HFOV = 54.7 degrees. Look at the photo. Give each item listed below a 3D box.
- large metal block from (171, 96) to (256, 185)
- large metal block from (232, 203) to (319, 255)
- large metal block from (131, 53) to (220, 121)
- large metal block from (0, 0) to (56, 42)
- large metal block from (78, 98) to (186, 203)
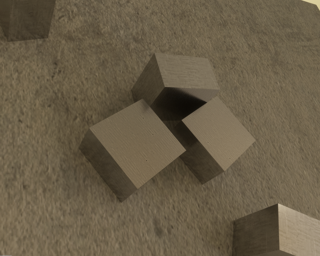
[{"bbox_3d":[0.067,0.015,0.417,0.081,0.050,0.080,-34,81,-38],"label":"large metal block"},{"bbox_3d":[0.143,0.136,0.365,0.080,0.080,0.050,24,53,-14],"label":"large metal block"},{"bbox_3d":[0.018,-0.051,0.411,0.081,0.080,0.050,-1,63,-29],"label":"large metal block"},{"bbox_3d":[-0.171,-0.165,0.378,0.050,0.080,0.080,-19,72,-36],"label":"large metal block"},{"bbox_3d":[-0.032,0.024,0.357,0.081,0.050,0.080,-34,81,-38],"label":"large metal block"}]
